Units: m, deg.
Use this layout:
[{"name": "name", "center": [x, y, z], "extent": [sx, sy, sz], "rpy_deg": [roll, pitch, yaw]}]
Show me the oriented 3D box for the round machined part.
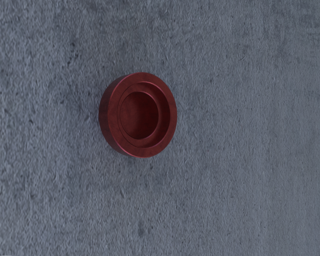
[{"name": "round machined part", "center": [-0.029, -0.015, 0.368], "extent": [0.099, 0.042, 0.097], "rpy_deg": [0, 90, -40]}]
